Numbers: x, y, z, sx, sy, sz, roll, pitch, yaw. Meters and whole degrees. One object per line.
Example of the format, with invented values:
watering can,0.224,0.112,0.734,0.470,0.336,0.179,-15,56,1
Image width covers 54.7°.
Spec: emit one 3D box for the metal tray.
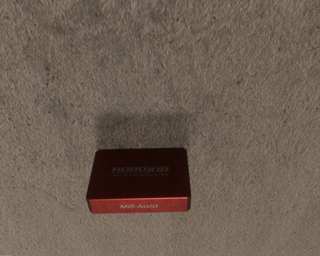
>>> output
metal tray,-0.026,0.069,0.423,0.131,0.090,0.030,-1,130,0
